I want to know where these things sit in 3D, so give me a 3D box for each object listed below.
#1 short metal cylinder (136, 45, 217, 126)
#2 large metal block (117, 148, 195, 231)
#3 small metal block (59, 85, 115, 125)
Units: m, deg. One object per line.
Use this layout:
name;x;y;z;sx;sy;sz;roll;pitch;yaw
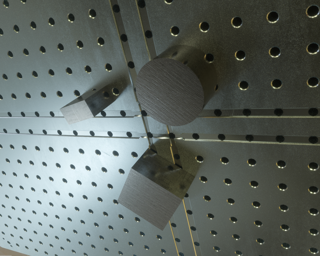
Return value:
short metal cylinder;0.020;-0.049;0.355;0.080;0.050;0.079;13;124;21
large metal block;-0.007;0.090;0.455;0.080;0.050;0.079;31;128;8
small metal block;-0.100;-0.032;0.428;0.050;0.050;0.025;-14;111;34
